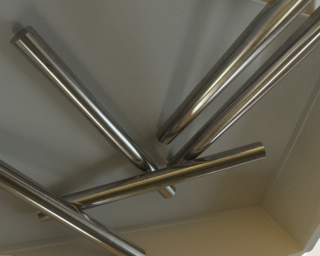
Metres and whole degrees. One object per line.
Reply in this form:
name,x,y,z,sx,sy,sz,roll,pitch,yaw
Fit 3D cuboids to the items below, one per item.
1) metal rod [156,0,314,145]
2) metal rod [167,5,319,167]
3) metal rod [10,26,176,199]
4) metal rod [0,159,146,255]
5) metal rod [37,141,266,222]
metal rod,0.068,-0.059,0.306,0.025,0.025,0.298,-1,152,-28
metal rod,0.090,-0.026,0.358,0.025,0.025,0.298,5,142,-31
metal rod,-0.057,0.006,0.380,0.025,0.025,0.300,-39,129,-2
metal rod,-0.125,0.090,0.360,0.025,0.025,0.300,-45,119,3
metal rod,-0.006,0.069,0.409,0.302,0.025,0.025,-15,126,-6
